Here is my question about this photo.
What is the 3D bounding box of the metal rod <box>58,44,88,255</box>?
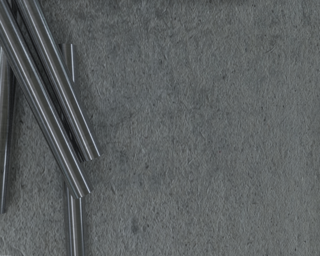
[{"bbox_3d":[-0.104,0.052,0.370,0.025,0.025,0.298,-3,91,-20],"label":"metal rod"}]

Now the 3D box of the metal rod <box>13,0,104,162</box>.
[{"bbox_3d":[-0.130,-0.105,0.333,0.025,0.025,0.299,-24,98,-18],"label":"metal rod"}]

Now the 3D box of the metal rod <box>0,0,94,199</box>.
[{"bbox_3d":[-0.142,-0.063,0.328,0.025,0.025,0.299,-25,98,-18],"label":"metal rod"}]

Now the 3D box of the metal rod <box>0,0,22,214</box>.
[{"bbox_3d":[-0.172,-0.056,0.345,0.025,0.025,0.298,4,89,-20],"label":"metal rod"}]
